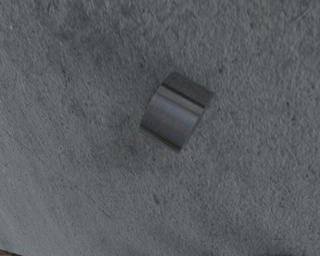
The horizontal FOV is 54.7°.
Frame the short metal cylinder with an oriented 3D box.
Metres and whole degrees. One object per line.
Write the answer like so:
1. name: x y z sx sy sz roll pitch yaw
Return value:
1. short metal cylinder: 0.020 -0.017 0.349 0.050 0.080 0.079 31 128 8
